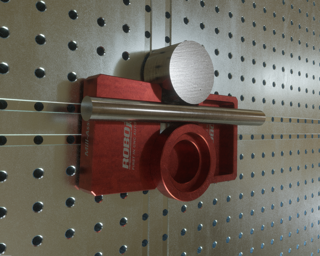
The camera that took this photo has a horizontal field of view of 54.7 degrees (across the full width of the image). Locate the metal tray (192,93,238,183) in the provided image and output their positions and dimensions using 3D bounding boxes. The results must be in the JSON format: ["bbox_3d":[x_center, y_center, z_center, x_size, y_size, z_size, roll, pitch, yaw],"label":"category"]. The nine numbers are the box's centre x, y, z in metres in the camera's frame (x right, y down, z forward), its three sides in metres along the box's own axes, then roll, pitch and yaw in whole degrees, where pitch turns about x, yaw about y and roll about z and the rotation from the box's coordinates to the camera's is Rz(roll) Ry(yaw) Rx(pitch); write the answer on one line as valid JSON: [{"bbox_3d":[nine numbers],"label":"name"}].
[{"bbox_3d":[0.077,0.015,0.466,0.091,0.030,0.129,1,89,-40],"label":"metal tray"}]

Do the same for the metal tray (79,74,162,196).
[{"bbox_3d":[-0.044,0.008,0.363,0.091,0.030,0.129,4,88,-40],"label":"metal tray"}]

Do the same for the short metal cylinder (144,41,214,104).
[{"bbox_3d":[0.026,-0.070,0.409,0.081,0.050,0.079,0,90,-40],"label":"short metal cylinder"}]

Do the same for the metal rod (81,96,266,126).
[{"bbox_3d":[0.043,-0.018,0.401,0.302,0.025,0.025,1,90,-40],"label":"metal rod"}]

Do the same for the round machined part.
[{"bbox_3d":[0.025,0.043,0.403,0.099,0.042,0.097,0,90,-40],"label":"round machined part"}]
